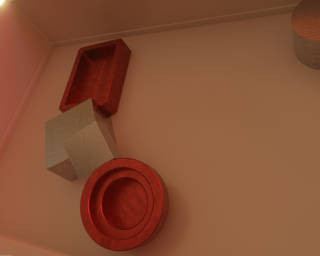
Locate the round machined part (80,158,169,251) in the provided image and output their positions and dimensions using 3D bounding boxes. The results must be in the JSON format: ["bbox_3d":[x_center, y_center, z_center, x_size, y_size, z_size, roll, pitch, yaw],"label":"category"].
[{"bbox_3d":[-0.036,0.086,0.350,0.098,0.042,0.098,-5,72,17],"label":"round machined part"}]

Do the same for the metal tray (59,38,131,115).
[{"bbox_3d":[-0.103,-0.080,0.503,0.090,0.030,0.130,-5,59,25],"label":"metal tray"}]

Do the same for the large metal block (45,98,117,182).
[{"bbox_3d":[-0.111,0.017,0.435,0.080,0.050,0.080,-26,53,11],"label":"large metal block"}]

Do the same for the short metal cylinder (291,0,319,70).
[{"bbox_3d":[0.197,-0.114,0.356,0.080,0.050,0.080,-13,56,20],"label":"short metal cylinder"}]

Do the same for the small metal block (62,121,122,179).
[{"bbox_3d":[-0.081,0.027,0.372,0.050,0.025,0.050,-31,76,10],"label":"small metal block"}]
